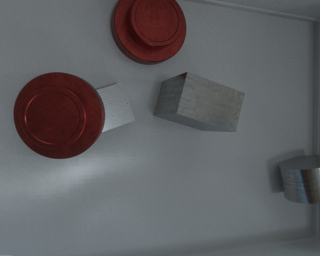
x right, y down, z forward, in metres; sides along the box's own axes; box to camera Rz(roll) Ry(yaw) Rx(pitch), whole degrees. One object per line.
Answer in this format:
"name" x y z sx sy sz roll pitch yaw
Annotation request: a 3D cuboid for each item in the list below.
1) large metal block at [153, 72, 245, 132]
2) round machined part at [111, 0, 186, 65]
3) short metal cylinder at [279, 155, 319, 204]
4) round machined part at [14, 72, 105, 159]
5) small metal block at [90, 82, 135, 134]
"large metal block" 0.047 -0.030 0.400 0.081 0.080 0.050 16 85 -20
"round machined part" -0.010 -0.134 0.398 0.099 0.042 0.097 0 90 -20
"short metal cylinder" 0.226 0.075 0.467 0.081 0.080 0.050 -13 95 -20
"round machined part" -0.113 -0.013 0.345 0.099 0.042 0.097 0 96 -3
"small metal block" -0.065 -0.025 0.387 0.050 0.025 0.050 -21 97 -19
